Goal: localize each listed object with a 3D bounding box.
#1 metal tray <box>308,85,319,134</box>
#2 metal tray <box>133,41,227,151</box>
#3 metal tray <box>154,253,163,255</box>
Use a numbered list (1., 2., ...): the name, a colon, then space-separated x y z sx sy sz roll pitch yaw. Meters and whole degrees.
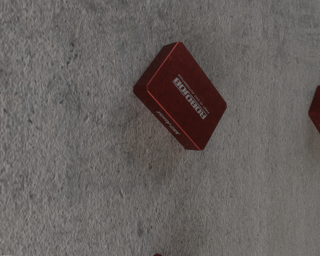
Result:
1. metal tray: 0.404 -0.030 0.739 0.130 0.030 0.090 44 64 -31
2. metal tray: 0.033 -0.041 0.429 0.130 0.030 0.090 47 62 -30
3. metal tray: -0.002 0.244 0.399 0.090 0.030 0.130 47 62 -30
